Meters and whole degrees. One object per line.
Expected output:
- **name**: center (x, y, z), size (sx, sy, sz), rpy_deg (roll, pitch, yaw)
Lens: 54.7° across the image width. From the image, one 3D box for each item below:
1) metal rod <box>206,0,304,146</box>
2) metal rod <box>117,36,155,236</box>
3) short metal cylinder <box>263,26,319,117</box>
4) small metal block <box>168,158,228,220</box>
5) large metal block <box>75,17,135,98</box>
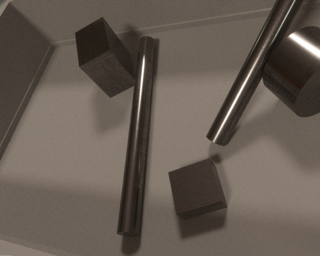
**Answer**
- **metal rod**: center (0.127, -0.115, 0.325), size (0.025, 0.025, 0.298), rpy_deg (37, 109, 38)
- **metal rod**: center (-0.028, -0.009, 0.424), size (0.025, 0.025, 0.299), rpy_deg (-10, 57, 22)
- **short metal cylinder**: center (0.157, -0.058, 0.323), size (0.080, 0.080, 0.050), rpy_deg (-36, 52, 4)
- **small metal block**: center (0.041, 0.068, 0.342), size (0.050, 0.025, 0.050), rpy_deg (-21, 54, 15)
- **large metal block**: center (-0.082, -0.107, 0.478), size (0.050, 0.080, 0.080), rpy_deg (-26, 53, 12)
